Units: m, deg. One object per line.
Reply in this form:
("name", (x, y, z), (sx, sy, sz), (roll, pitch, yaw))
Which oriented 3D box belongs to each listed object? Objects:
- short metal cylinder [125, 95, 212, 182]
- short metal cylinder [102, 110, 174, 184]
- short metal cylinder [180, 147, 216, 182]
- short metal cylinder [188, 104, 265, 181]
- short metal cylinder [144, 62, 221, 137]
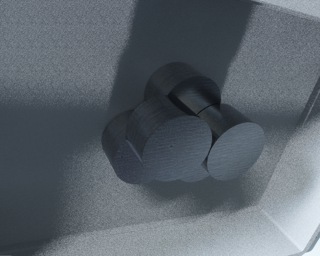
("short metal cylinder", (0.009, 0.011, 0.337), (0.081, 0.050, 0.079), (-14, 124, -21))
("short metal cylinder", (-0.027, 0.024, 0.390), (0.081, 0.050, 0.079), (-14, 124, -21))
("short metal cylinder", (0.044, 0.028, 0.431), (0.081, 0.050, 0.079), (-14, 124, -21))
("short metal cylinder", (0.079, 0.017, 0.378), (0.081, 0.050, 0.079), (-14, 124, -21))
("short metal cylinder", (0.027, -0.035, 0.384), (0.081, 0.050, 0.079), (-14, 124, -21))
